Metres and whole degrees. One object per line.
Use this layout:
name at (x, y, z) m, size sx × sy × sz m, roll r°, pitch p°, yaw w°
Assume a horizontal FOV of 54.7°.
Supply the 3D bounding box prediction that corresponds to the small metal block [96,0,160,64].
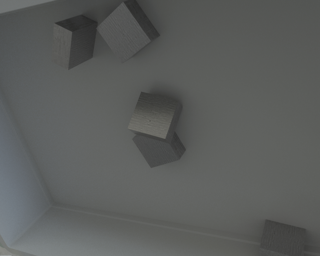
small metal block at (-0.037, -0.112, 0.359) m, size 0.050 × 0.025 × 0.050 m, roll -28°, pitch 103°, yaw 37°

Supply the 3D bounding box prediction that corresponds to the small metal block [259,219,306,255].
small metal block at (0.159, 0.152, 0.402) m, size 0.050 × 0.050 × 0.025 m, roll 9°, pitch 122°, yaw 24°

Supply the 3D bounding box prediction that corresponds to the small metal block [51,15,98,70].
small metal block at (-0.105, -0.106, 0.382) m, size 0.025 × 0.050 × 0.050 m, roll 28°, pitch 128°, yaw 11°

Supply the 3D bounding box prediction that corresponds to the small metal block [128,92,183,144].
small metal block at (-0.005, -0.013, 0.385) m, size 0.050 × 0.050 × 0.025 m, roll 15°, pitch 168°, yaw 19°

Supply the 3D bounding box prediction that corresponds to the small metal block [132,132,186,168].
small metal block at (-0.001, 0.022, 0.423) m, size 0.050 × 0.025 × 0.050 m, roll -21°, pitch 107°, yaw 36°
